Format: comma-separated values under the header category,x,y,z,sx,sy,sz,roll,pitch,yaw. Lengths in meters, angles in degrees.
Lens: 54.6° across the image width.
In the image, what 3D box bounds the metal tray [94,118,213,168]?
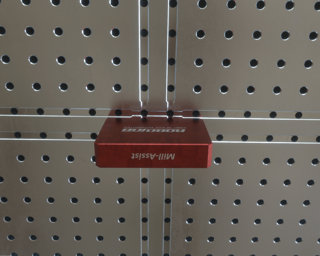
category,x,y,z,sx,sy,sz,roll,pitch,yaw
metal tray,-0.007,0.016,0.384,0.131,0.090,0.030,0,110,0
